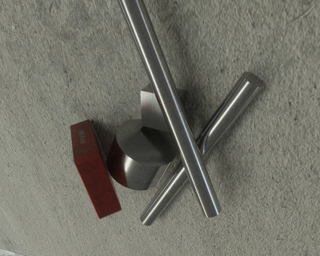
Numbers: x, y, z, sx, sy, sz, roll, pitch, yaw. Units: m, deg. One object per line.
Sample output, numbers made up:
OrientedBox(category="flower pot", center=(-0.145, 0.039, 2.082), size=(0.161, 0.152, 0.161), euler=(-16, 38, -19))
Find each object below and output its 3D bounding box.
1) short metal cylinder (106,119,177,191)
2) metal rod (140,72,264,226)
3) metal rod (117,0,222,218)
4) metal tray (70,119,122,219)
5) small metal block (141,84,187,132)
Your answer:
OrientedBox(category="short metal cylinder", center=(-0.025, 0.034, 0.406), size=(0.080, 0.080, 0.050), euler=(33, 129, 7))
OrientedBox(category="metal rod", center=(0.038, 0.049, 0.416), size=(0.025, 0.025, 0.298), euler=(35, 129, 5))
OrientedBox(category="metal rod", center=(0.014, -0.023, 0.353), size=(0.025, 0.025, 0.299), euler=(-10, 113, 32))
OrientedBox(category="metal tray", center=(-0.091, 0.051, 0.427), size=(0.030, 0.130, 0.089), euler=(-21, 114, -10))
OrientedBox(category="small metal block", center=(0.004, -0.025, 0.389), size=(0.050, 0.025, 0.050), euler=(14, 124, 20))
